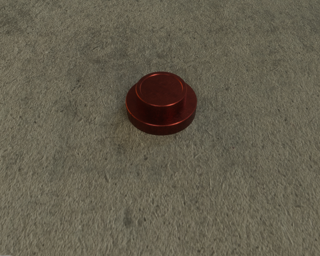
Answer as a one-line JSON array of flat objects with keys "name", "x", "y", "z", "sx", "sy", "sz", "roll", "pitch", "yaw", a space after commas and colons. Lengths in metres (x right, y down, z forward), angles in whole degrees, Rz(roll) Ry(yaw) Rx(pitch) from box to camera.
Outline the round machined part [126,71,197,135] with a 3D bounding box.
[{"name": "round machined part", "x": 0.002, "y": -0.040, "z": 0.426, "sx": 0.099, "sy": 0.042, "sz": 0.098, "roll": 0, "pitch": 50, "yaw": 0}]
